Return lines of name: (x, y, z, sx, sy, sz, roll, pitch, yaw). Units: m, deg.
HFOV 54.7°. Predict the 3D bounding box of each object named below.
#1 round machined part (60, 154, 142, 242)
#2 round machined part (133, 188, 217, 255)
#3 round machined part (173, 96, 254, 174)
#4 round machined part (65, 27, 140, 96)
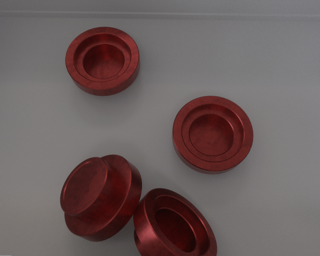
round machined part: (-0.072, 0.071, 0.347, 0.098, 0.042, 0.098, -23, 43, 25)
round machined part: (0.011, 0.117, 0.339, 0.098, 0.098, 0.042, 45, 112, 14)
round machined part: (0.065, 0.012, 0.397, 0.099, 0.042, 0.098, 0, 70, 0)
round machined part: (-0.077, -0.088, 0.432, 0.099, 0.042, 0.098, 0, 70, 0)
